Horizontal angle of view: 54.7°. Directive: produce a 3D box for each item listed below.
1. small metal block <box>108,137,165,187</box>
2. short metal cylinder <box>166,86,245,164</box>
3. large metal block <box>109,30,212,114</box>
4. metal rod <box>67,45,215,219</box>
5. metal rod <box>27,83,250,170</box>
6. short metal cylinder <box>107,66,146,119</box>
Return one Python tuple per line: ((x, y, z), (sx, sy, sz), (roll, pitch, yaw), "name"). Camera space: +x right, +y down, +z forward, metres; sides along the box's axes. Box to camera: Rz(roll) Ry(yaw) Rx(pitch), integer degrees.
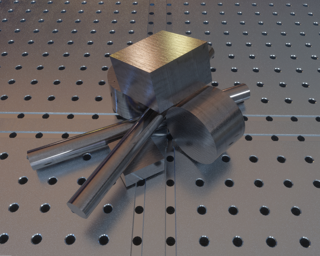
((-0.029, 0.035, 0.373), (0.050, 0.025, 0.050), (-22, 54, -18), "small metal block")
((0.053, -0.004, 0.371), (0.050, 0.080, 0.080), (-36, 59, -25), "short metal cylinder")
((0.001, -0.070, 0.363), (0.080, 0.050, 0.080), (-33, 40, -24), "large metal block")
((-0.005, -0.018, 0.386), (0.025, 0.025, 0.301), (24, 54, 19), "metal rod")
((-0.015, -0.007, 0.408), (0.302, 0.025, 0.025), (-18, 53, -15), "metal rod")
((-0.030, -0.057, 0.434), (0.081, 0.050, 0.080), (0, 50, 0), "short metal cylinder")
